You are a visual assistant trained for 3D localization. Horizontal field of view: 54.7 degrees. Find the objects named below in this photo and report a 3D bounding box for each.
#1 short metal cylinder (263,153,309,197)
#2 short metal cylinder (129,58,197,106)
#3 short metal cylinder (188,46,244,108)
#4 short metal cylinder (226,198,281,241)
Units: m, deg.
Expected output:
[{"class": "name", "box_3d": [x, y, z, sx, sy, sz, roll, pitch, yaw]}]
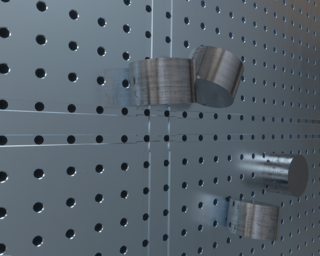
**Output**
[{"class": "short metal cylinder", "box_3d": [0.242, 0.089, 0.595, 0.081, 0.050, 0.079, 0, 90, -40]}, {"class": "short metal cylinder", "box_3d": [0.004, -0.053, 0.376, 0.081, 0.080, 0.050, -5, 94, -40]}, {"class": "short metal cylinder", "box_3d": [0.070, -0.069, 0.432, 0.080, 0.080, 0.050, 33, 70, -35]}, {"class": "short metal cylinder", "box_3d": [0.150, 0.145, 0.499, 0.081, 0.080, 0.050, 14, 81, -39]}]
